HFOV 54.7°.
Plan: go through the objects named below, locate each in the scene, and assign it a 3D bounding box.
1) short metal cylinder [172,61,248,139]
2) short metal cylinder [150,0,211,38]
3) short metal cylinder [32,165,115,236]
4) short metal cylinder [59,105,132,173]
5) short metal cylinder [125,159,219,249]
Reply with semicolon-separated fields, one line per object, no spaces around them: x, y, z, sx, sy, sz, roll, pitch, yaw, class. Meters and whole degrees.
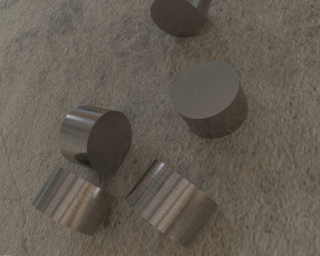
0.061;-0.033;0.376;0.080;0.050;0.080;-13;56;20;short metal cylinder
0.032;-0.182;0.462;0.080;0.080;0.050;7;65;31;short metal cylinder
-0.101;0.085;0.367;0.080;0.080;0.050;18;71;34;short metal cylinder
-0.082;0.013;0.402;0.050;0.080;0.080;12;68;33;short metal cylinder
0.012;0.076;0.315;0.080;0.080;0.050;30;79;37;short metal cylinder
